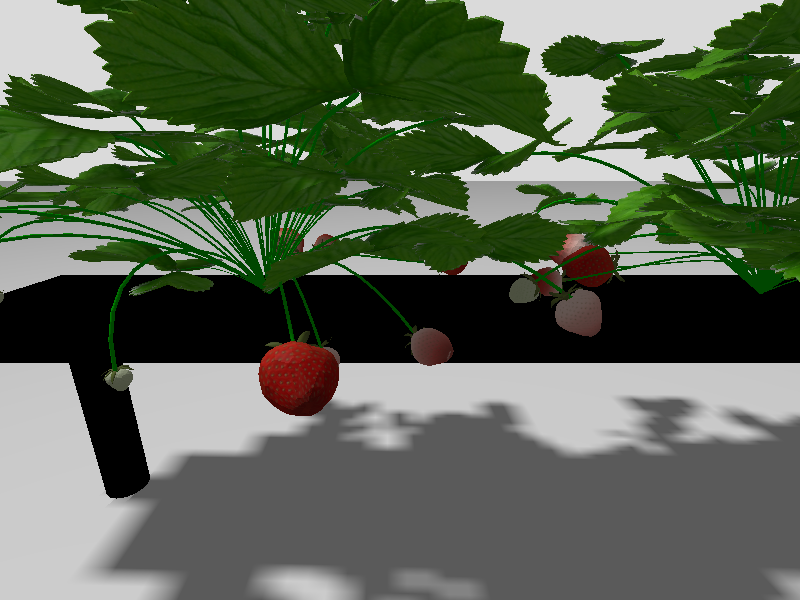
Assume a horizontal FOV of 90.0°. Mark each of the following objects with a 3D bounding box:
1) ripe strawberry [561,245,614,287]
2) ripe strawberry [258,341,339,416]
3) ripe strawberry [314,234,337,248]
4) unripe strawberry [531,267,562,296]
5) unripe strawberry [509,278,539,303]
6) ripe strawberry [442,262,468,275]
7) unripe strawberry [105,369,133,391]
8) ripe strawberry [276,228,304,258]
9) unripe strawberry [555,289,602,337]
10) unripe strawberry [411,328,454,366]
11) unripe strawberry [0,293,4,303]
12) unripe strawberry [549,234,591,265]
[{"bbox_3d":[0.179,-0.033,0.384,0.045,0.038,0.044,2,18,9],"label":"ripe strawberry"},{"bbox_3d":[-0.045,0.037,0.184,0.037,0.032,0.037,-7,33,-21],"label":"ripe strawberry"},{"bbox_3d":[-0.089,-0.066,0.500,0.031,0.033,0.034,4,18,11],"label":"ripe strawberry"},{"bbox_3d":[0.128,-0.016,0.354,0.026,0.026,0.029,-1,18,-2],"label":"unripe strawberry"},{"bbox_3d":[0.102,-0.007,0.334,0.022,0.022,0.024,-34,19,4],"label":"unripe strawberry"},{"bbox_3d":[0.056,-0.040,0.423,0.032,0.028,0.032,-6,19,-19],"label":"ripe strawberry"},{"bbox_3d":[-0.135,0.039,0.193,0.011,0.011,0.010,2,18,5],"label":"unripe strawberry"},{"bbox_3d":[-0.140,-0.071,0.504,0.039,0.041,0.042,-2,18,-7],"label":"ripe strawberry"},{"bbox_3d":[0.124,0.011,0.274,0.032,0.033,0.030,-40,0,27],"label":"unripe strawberry"},{"bbox_3d":[0.019,0.027,0.230,0.024,0.021,0.024,-17,29,-42],"label":"unripe strawberry"},{"bbox_3d":[-0.332,-0.002,0.328,0.010,0.011,0.011,-3,19,-10],"label":"unripe strawberry"},{"bbox_3d":[0.191,-0.057,0.455,0.045,0.038,0.045,12,22,34],"label":"unripe strawberry"}]
